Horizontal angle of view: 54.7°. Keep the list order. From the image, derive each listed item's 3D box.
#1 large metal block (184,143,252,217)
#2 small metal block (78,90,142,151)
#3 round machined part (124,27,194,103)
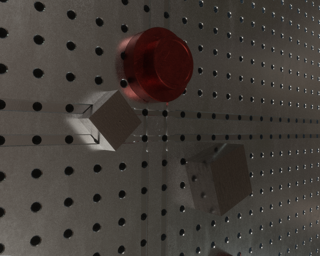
[{"bbox_3d":[0.090,0.075,0.471,0.081,0.050,0.079,-22,104,-38],"label":"large metal block"},{"bbox_3d":[-0.057,-0.009,0.363,0.050,0.025,0.050,-50,120,-28],"label":"small metal block"},{"bbox_3d":[0.006,-0.083,0.405,0.099,0.042,0.097,0,90,-40],"label":"round machined part"}]
